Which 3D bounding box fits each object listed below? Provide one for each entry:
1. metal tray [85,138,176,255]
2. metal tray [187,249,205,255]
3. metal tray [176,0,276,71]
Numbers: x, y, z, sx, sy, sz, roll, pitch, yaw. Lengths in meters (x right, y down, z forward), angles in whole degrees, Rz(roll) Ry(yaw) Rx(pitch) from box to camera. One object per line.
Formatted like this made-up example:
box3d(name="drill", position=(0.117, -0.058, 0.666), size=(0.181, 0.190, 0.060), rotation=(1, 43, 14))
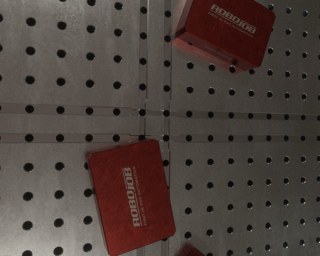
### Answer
box3d(name="metal tray", position=(-0.037, 0.085, 0.397), size=(0.091, 0.030, 0.129), rotation=(-13, 94, -20))
box3d(name="metal tray", position=(0.039, 0.248, 0.426), size=(0.130, 0.030, 0.090), rotation=(-45, 105, -15))
box3d(name="metal tray", position=(0.097, -0.150, 0.447), size=(0.131, 0.030, 0.090), rotation=(21, 83, -19))
